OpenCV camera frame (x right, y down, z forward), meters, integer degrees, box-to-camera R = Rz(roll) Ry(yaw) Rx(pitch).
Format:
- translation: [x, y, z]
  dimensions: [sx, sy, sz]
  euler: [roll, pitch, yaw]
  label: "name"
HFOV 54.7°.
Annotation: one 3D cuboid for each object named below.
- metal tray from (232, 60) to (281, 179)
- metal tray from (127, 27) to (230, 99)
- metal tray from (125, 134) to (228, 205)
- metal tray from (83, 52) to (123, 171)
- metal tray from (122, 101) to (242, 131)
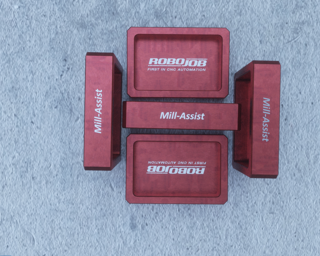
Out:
- translation: [0.115, -0.010, 0.379]
  dimensions: [0.030, 0.090, 0.129]
  euler: [1, 90, 0]
  label: "metal tray"
- translation: [0.023, -0.084, 0.409]
  dimensions: [0.131, 0.030, 0.089]
  euler: [0, 93, 0]
  label: "metal tray"
- translation: [0.022, 0.053, 0.410]
  dimensions: [0.131, 0.030, 0.089]
  euler: [1, 89, 0]
  label: "metal tray"
- translation: [-0.067, -0.019, 0.378]
  dimensions: [0.030, 0.090, 0.129]
  euler: [1, 91, 0]
  label: "metal tray"
- translation: [0.024, -0.014, 0.380]
  dimensions: [0.131, 0.090, 0.030]
  euler: [1, 92, 0]
  label: "metal tray"
